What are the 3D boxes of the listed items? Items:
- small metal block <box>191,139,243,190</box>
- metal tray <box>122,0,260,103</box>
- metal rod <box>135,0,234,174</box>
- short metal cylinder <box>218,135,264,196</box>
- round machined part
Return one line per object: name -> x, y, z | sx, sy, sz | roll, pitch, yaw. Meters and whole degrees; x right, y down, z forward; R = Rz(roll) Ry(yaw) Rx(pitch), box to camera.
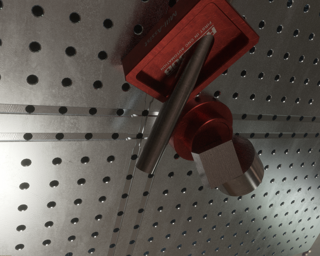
small metal block -> 0.077, 0.047, 0.416 | 0.050, 0.025, 0.050 | -22, 98, -15
metal tray -> 0.032, -0.085, 0.347 | 0.090, 0.030, 0.130 | 28, 122, -38
metal rod -> 0.043, -0.085, 0.354 | 0.025, 0.025, 0.298 | 19, 99, -36
short metal cylinder -> 0.112, 0.057, 0.474 | 0.080, 0.080, 0.050 | -40, 130, -1
round machined part -> 0.064, 0.007, 0.441 | 0.099, 0.042, 0.097 | -14, 124, -21
